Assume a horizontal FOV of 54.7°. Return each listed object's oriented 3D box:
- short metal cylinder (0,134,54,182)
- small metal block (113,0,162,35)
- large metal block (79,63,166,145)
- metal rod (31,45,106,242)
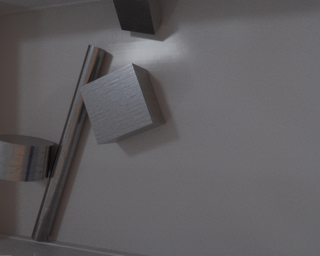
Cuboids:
[{"bbox_3d":[-0.200,0.042,0.450,0.080,0.080,0.050,12,94,19],"label":"short metal cylinder"},{"bbox_3d":[-0.028,-0.153,0.404,0.050,0.050,0.025,14,59,19],"label":"small metal block"},{"bbox_3d":[-0.049,-0.030,0.413,0.080,0.050,0.080,-21,83,18],"label":"large metal block"},{"bbox_3d":[-0.136,0.026,0.456,0.025,0.025,0.298,21,97,18],"label":"metal rod"}]
